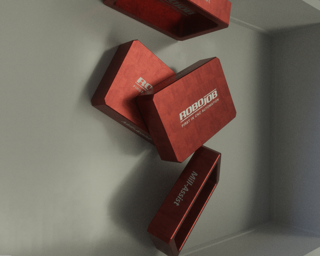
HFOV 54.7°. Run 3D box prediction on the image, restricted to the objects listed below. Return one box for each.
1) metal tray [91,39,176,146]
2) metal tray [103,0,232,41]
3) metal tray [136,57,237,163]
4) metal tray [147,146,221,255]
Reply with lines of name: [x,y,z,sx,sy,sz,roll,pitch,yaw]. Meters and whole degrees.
metal tray: [-0.011,-0.036,0.394,0.130,0.030,0.090,35,68,-34]
metal tray: [0.011,-0.150,0.372,0.131,0.090,0.030,13,82,-39]
metal tray: [0.040,-0.026,0.397,0.131,0.030,0.090,-35,112,-35]
metal tray: [0.037,0.097,0.405,0.130,0.030,0.090,-54,155,-26]
